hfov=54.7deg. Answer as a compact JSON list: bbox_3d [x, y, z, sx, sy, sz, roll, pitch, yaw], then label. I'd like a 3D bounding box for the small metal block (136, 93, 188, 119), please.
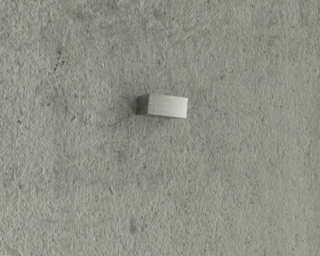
[{"bbox_3d":[0.001,-0.027,0.398,0.050,0.050,0.025,6,88,-20],"label":"small metal block"}]
